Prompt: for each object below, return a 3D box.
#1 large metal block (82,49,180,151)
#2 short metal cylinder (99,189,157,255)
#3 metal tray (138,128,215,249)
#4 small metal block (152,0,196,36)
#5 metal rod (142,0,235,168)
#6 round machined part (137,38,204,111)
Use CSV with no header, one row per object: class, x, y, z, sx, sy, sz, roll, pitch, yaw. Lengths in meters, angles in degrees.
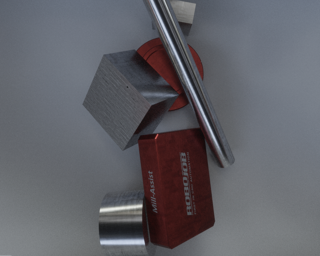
large metal block,-0.037,-0.034,0.369,0.080,0.050,0.080,47,131,15
short metal cylinder,-0.036,0.117,0.380,0.050,0.080,0.079,-7,90,10
metal tray,0.023,0.068,0.381,0.030,0.091,0.129,-7,90,44
small metal block,0.016,-0.143,0.399,0.050,0.050,0.025,10,90,-1
metal rod,0.026,-0.074,0.350,0.025,0.025,0.299,-28,116,0
round machined part,0.008,-0.071,0.403,0.099,0.042,0.097,0,90,-1
